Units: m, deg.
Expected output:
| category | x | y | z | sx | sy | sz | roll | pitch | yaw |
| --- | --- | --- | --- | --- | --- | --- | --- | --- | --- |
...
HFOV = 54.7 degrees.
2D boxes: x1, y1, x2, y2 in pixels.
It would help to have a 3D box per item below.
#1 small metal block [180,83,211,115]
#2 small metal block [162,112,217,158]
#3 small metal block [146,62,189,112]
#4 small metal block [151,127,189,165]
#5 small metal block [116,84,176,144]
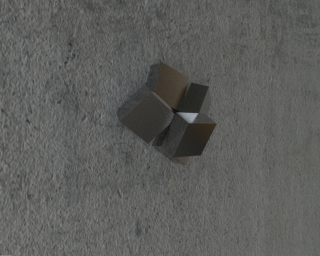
| category | x | y | z | sx | sy | sz | roll | pitch | yaw |
| --- | --- | --- | --- | --- | --- | --- | --- | --- | --- |
| small metal block | 0.051 | -0.028 | 0.437 | 0.050 | 0.025 | 0.050 | 62 | 47 | -64 |
| small metal block | 0.037 | 0.009 | 0.392 | 0.050 | 0.025 | 0.050 | 0 | 123 | -40 |
| small metal block | 0.008 | -0.053 | 0.415 | 0.050 | 0.025 | 0.050 | 22 | 76 | -38 |
| small metal block | 0.022 | 0.016 | 0.427 | 0.050 | 0.025 | 0.050 | 40 | 66 | -33 |
| small metal block | -0.016 | -0.017 | 0.380 | 0.050 | 0.025 | 0.050 | -43 | 124 | 9 |
